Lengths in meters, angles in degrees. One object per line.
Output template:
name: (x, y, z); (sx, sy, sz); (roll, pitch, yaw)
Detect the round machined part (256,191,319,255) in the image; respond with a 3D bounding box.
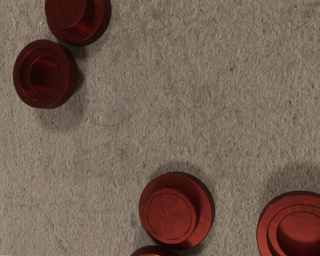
round machined part: (0.159, 0.118, 0.344); (0.098, 0.042, 0.097); (0, 90, 19)

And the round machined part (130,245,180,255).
round machined part: (0.001, 0.194, 0.394); (0.098, 0.042, 0.097); (3, 100, 20)

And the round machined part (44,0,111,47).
round machined part: (-0.123, -0.170, 0.442); (0.098, 0.042, 0.097); (0, 90, 19)

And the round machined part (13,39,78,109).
round machined part: (-0.162, -0.076, 0.455); (0.098, 0.042, 0.097); (0, 90, 19)

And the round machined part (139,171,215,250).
round machined part: (0.018, 0.107, 0.393); (0.098, 0.042, 0.097); (0, 90, 19)
